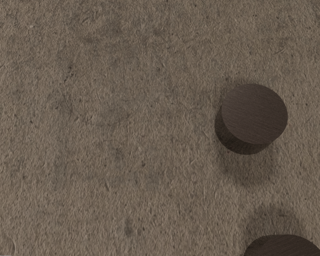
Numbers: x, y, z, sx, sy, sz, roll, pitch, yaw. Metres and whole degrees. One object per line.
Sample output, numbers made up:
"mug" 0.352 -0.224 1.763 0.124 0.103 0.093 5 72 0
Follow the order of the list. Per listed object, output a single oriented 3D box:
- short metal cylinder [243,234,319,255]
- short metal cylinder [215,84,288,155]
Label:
"short metal cylinder" 0.136 0.159 0.338 0.081 0.050 0.080 0 70 0
"short metal cylinder" 0.115 -0.010 0.400 0.081 0.050 0.080 0 70 0
